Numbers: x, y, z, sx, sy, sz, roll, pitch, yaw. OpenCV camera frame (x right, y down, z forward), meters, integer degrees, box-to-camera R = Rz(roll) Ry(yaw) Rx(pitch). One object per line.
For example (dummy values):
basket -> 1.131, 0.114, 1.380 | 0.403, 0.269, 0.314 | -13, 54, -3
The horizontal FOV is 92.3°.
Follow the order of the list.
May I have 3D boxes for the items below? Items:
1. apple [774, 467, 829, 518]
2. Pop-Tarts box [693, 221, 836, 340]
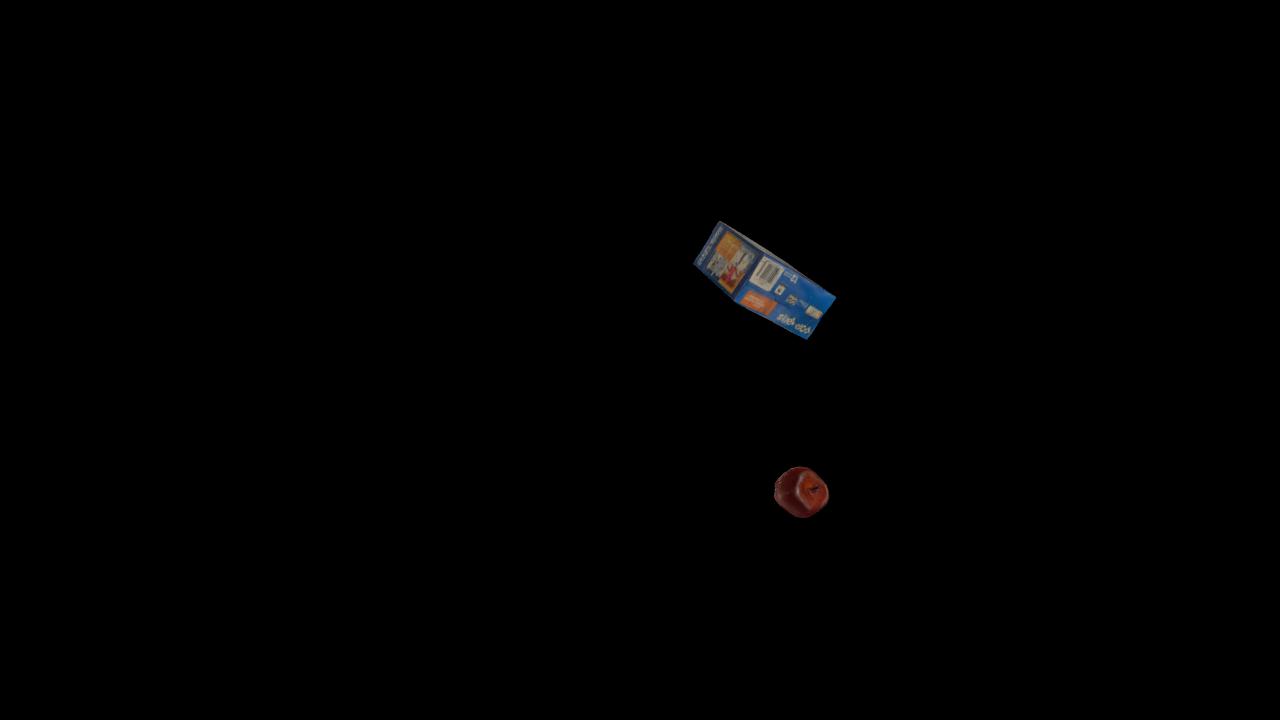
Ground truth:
apple -> 0.253, 0.208, 0.967 | 0.079, 0.079, 0.093 | 0, -17, -19
Pop-Tarts box -> 0.189, -0.122, 0.947 | 0.167, 0.083, 0.141 | 23, 20, -34
